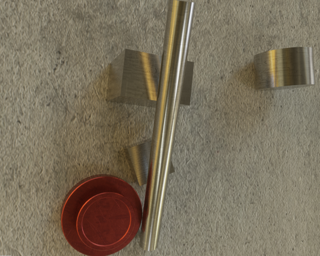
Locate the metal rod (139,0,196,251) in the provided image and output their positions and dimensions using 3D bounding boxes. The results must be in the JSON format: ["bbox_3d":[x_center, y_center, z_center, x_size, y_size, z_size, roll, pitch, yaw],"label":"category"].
[{"bbox_3d":[0.003,0.017,0.347,0.025,0.025,0.298,-2,116,-20],"label":"metal rod"}]

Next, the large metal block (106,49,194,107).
[{"bbox_3d":[-0.015,-0.055,0.375,0.081,0.080,0.050,6,88,-20],"label":"large metal block"}]

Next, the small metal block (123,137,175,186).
[{"bbox_3d":[-0.015,0.041,0.405,0.050,0.025,0.050,-20,97,-19],"label":"small metal block"}]

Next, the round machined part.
[{"bbox_3d":[-0.068,0.108,0.376,0.099,0.042,0.097,0,90,-21],"label":"round machined part"}]

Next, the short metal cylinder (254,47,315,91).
[{"bbox_3d":[0.179,-0.083,0.448,0.081,0.080,0.050,-5,92,-20],"label":"short metal cylinder"}]
